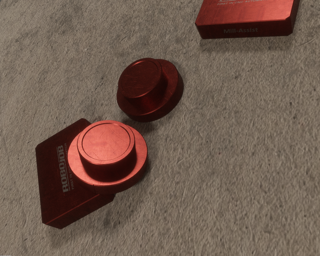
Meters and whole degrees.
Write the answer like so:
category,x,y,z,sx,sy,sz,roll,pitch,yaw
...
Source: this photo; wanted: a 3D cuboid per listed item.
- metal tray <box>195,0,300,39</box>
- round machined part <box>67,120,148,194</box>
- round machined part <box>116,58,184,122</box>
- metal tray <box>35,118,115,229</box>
category,x,y,z,sx,sy,sz,roll,pitch,yaw
metal tray,0.125,-0.173,0.441,0.130,0.030,0.090,7,65,31
round machined part,-0.064,0.029,0.382,0.099,0.042,0.098,2,49,-2
round machined part,-0.020,-0.060,0.439,0.098,0.042,0.098,-13,56,20
metal tray,-0.121,0.059,0.426,0.090,0.030,0.130,-30,52,8
